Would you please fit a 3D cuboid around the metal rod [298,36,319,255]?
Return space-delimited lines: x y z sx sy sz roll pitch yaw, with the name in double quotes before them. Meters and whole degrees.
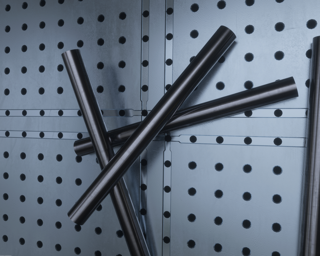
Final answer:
"metal rod" 0.177 0.048 0.350 0.025 0.025 0.298 4 91 19

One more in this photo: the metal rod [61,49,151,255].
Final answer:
"metal rod" -0.069 0.043 0.412 0.025 0.025 0.298 -17 93 19

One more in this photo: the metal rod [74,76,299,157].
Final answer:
"metal rod" 0.019 -0.009 0.405 0.301 0.025 0.025 -16 85 18

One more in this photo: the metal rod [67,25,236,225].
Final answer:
"metal rod" -0.011 -0.003 0.386 0.025 0.025 0.300 40 91 15
